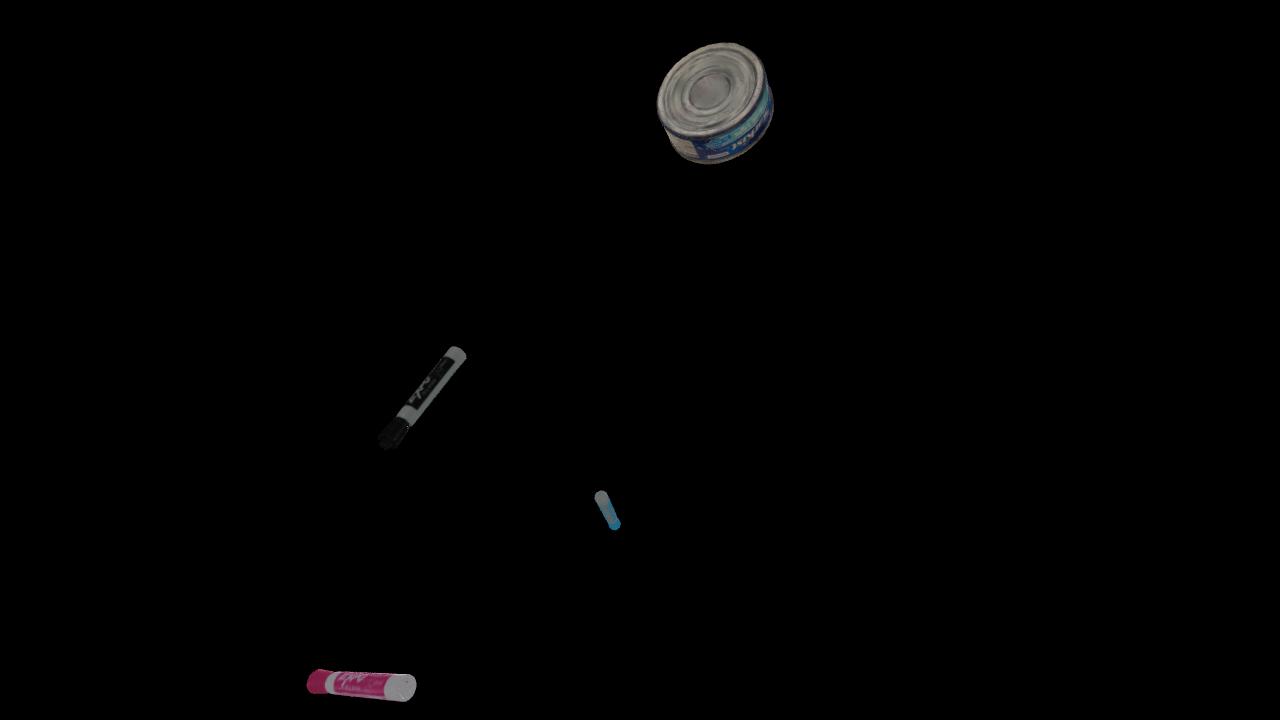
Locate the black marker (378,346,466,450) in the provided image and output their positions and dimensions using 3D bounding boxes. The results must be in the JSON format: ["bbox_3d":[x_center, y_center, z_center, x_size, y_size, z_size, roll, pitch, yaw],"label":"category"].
[{"bbox_3d":[-0.200,0.034,0.570,0.020,0.020,0.121,0,43,28],"label":"black marker"}]

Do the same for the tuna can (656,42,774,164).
[{"bbox_3d":[0.056,-0.192,0.460,0.084,0.084,0.034,0,-17,22],"label":"tuna can"}]

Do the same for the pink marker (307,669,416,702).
[{"bbox_3d":[-0.229,0.263,0.498,0.121,0.020,0.020,-14,-7,29],"label":"pink marker"}]

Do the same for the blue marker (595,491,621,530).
[{"bbox_3d":[-0.046,0.222,0.897,0.020,0.020,0.121,0,-34,9],"label":"blue marker"}]
